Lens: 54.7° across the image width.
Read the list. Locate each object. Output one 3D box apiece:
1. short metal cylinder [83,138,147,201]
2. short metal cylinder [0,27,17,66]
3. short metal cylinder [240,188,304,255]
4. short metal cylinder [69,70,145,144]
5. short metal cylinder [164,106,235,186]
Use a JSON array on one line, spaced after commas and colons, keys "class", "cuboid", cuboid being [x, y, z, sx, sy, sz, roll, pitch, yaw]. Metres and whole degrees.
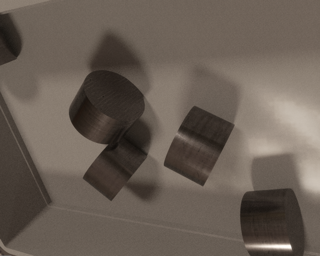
[{"class": "short metal cylinder", "cuboid": [-0.063, 0.056, 0.439, 0.050, 0.080, 0.080, 39, 129, 2]}, {"class": "short metal cylinder", "cuboid": [-0.255, -0.106, 0.439, 0.080, 0.080, 0.050, -8, 115, 31]}, {"class": "short metal cylinder", "cuboid": [0.136, 0.115, 0.372, 0.050, 0.080, 0.080, -13, 112, 33]}, {"class": "short metal cylinder", "cuboid": [-0.067, -0.026, 0.390, 0.080, 0.080, 0.050, 42, 129, -1]}, {"class": "short metal cylinder", "cuboid": [0.046, 0.021, 0.361, 0.050, 0.080, 0.079, 27, 128, 11]}]
